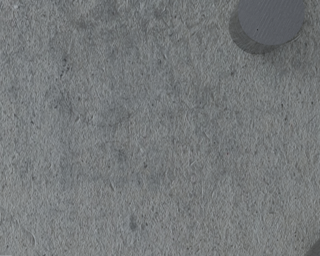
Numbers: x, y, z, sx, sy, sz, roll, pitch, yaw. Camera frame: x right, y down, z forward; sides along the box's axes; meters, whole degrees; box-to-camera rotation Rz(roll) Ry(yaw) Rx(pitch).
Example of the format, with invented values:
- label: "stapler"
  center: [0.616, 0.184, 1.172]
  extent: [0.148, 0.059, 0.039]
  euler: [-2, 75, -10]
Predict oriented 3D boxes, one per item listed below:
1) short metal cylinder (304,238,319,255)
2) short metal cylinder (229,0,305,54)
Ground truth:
- label: "short metal cylinder"
  center: [0.230, 0.171, 0.384]
  extent: [0.080, 0.080, 0.050]
  euler: [42, 90, 0]
- label: "short metal cylinder"
  center: [0.134, -0.140, 0.398]
  extent: [0.081, 0.050, 0.080]
  euler: [0, 90, 0]
